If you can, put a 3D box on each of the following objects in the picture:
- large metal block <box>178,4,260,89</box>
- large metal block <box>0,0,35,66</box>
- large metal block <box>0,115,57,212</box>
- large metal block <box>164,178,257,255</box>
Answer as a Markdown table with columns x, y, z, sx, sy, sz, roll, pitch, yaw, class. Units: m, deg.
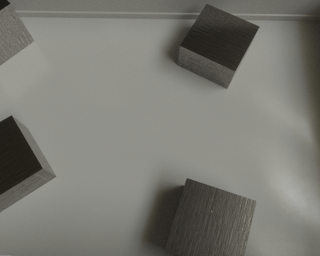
| x | y | z | sx | sy | sz | roll | pitch | yaw | class |
| --- | --- | --- | --- | --- | --- | --- | --- | --- | --- |
| 0.081 | -0.115 | 0.439 | 0.080 | 0.050 | 0.080 | 28 | 72 | 9 | large metal block |
| -0.237 | -0.136 | 0.428 | 0.080 | 0.080 | 0.050 | -43 | 76 | -14 | large metal block |
| -0.189 | 0.045 | 0.378 | 0.080 | 0.050 | 0.080 | -33 | 74 | -11 | large metal block |
| 0.056 | 0.112 | 0.355 | 0.080 | 0.050 | 0.080 | 18 | 71 | 6 | large metal block |
